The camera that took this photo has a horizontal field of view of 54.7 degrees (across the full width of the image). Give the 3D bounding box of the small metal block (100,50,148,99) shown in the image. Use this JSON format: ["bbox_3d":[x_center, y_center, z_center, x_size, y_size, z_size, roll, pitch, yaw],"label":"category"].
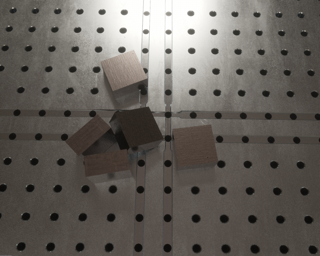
[{"bbox_3d":[-0.050,-0.076,0.439,0.050,0.025,0.050,-22,72,-8],"label":"small metal block"}]

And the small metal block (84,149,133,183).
[{"bbox_3d":[-0.062,0.048,0.380,0.050,0.050,0.025,-9,71,-4],"label":"small metal block"}]

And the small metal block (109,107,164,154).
[{"bbox_3d":[-0.031,0.003,0.400,0.050,0.025,0.050,-13,68,-33],"label":"small metal block"}]

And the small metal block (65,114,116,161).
[{"bbox_3d":[-0.085,0.017,0.391,0.050,0.050,0.025,-43,75,-14],"label":"small metal block"}]

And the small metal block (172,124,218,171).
[{"bbox_3d":[0.044,0.026,0.403,0.050,0.025,0.050,-7,70,-3],"label":"small metal block"}]
